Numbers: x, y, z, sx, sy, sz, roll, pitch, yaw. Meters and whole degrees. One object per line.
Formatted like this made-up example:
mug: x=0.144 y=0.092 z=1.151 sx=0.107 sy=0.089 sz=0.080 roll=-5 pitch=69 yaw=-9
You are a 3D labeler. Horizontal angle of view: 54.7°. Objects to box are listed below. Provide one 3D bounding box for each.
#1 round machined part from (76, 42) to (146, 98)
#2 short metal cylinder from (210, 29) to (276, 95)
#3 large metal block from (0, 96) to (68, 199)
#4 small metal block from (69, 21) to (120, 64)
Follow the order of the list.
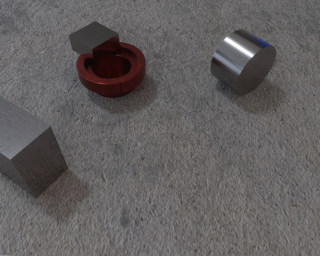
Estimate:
round machined part: x=-0.070 y=-0.083 z=0.461 sx=0.099 sy=0.042 sz=0.098 roll=0 pitch=50 yaw=0
short metal cylinder: x=0.120 y=-0.095 z=0.449 sx=0.081 sy=0.080 sz=0.050 roll=-30 pitch=57 yaw=-23
large metal block: x=-0.159 y=0.022 z=0.347 sx=0.080 sy=0.080 sz=0.050 roll=27 pitch=55 yaw=21
small metal block: x=-0.095 y=-0.126 z=0.454 sx=0.050 sy=0.025 sz=0.050 roll=34 pitch=57 yaw=25
